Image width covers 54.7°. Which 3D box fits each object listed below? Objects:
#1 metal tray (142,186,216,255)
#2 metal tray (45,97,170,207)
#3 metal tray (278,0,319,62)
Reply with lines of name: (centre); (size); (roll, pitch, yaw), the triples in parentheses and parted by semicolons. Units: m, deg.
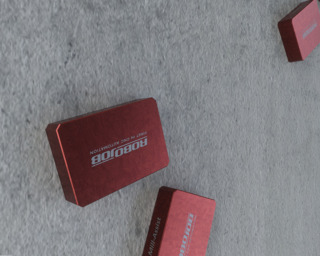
metal tray: (0.026, 0.154, 0.426); (0.090, 0.030, 0.130); (24, 75, -38)
metal tray: (-0.053, 0.022, 0.358); (0.131, 0.030, 0.089); (-21, 103, -38)
metal tray: (0.304, -0.209, 0.660); (0.131, 0.030, 0.090); (-41, 115, -33)
